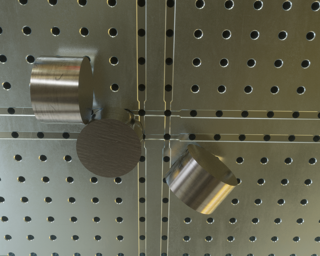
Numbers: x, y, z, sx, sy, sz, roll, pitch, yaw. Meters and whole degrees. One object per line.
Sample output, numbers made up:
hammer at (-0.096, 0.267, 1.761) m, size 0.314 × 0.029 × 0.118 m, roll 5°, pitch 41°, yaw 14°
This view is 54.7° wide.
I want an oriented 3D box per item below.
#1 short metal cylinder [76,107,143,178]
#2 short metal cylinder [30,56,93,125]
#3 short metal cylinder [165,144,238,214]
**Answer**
short metal cylinder at (-0.063, 0.018, 0.406) m, size 0.081 × 0.050 × 0.079 m, roll 0°, pitch 110°, yaw 0°
short metal cylinder at (-0.112, -0.044, 0.366) m, size 0.050 × 0.080 × 0.079 m, roll 1°, pitch 110°, yaw -1°
short metal cylinder at (0.054, 0.066, 0.409) m, size 0.080 × 0.080 × 0.050 m, roll 32°, pitch 107°, yaw -12°
